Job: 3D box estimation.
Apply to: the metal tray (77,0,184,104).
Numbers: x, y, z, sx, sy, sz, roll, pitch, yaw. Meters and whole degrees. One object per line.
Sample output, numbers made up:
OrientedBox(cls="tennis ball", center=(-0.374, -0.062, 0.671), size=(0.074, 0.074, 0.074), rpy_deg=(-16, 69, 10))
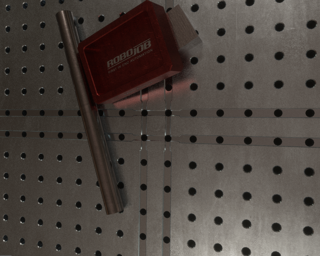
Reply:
OrientedBox(cls="metal tray", center=(-0.043, -0.094, 0.406), size=(0.130, 0.030, 0.090), rpy_deg=(-20, 86, 31))

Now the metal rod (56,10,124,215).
OrientedBox(cls="metal rod", center=(-0.102, -0.026, 0.447), size=(0.025, 0.025, 0.298), rpy_deg=(-17, 84, 19))

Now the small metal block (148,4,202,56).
OrientedBox(cls="small metal block", center=(0.019, -0.123, 0.405), size=(0.050, 0.025, 0.050), rpy_deg=(-32, 80, 17))
